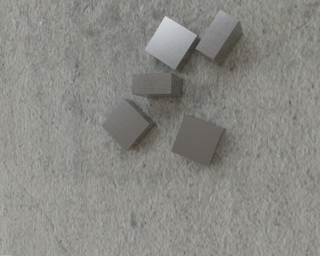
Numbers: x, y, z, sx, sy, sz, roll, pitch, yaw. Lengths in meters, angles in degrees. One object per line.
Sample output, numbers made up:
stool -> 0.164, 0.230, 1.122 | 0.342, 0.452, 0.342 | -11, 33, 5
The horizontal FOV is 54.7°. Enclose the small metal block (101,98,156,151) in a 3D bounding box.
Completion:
small metal block -> -0.043, -0.004, 0.423 | 0.050, 0.025, 0.050 | 44, 103, 14

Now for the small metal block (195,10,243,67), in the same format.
small metal block -> 0.072, -0.105, 0.370 | 0.025, 0.050, 0.050 | 36, 101, 16

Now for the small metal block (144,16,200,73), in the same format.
small metal block -> 0.017, -0.108, 0.402 | 0.050, 0.025, 0.050 | 36, 101, 16

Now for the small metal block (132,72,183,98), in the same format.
small metal block -> -0.002, -0.053, 0.396 | 0.050, 0.050, 0.025 | 1, 91, 19

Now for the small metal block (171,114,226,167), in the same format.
small metal block -> 0.049, 0.015, 0.391 | 0.050, 0.025, 0.050 | 22, 97, 18
